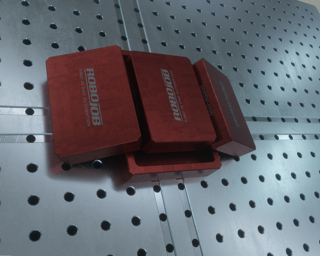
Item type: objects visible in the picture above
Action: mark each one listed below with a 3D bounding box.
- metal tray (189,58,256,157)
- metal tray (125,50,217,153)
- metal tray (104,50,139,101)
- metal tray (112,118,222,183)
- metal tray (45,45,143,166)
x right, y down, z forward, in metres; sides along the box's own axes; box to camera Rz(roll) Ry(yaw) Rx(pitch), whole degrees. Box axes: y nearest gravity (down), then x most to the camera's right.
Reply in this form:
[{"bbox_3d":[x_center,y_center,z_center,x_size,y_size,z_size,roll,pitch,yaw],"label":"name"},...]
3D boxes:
[{"bbox_3d":[0.088,-0.028,0.447,0.090,0.030,0.130,19,49,-51],"label":"metal tray"},{"bbox_3d":[0.010,-0.035,0.394,0.091,0.030,0.130,0,62,-29],"label":"metal tray"},{"bbox_3d":[-0.012,-0.061,0.437,0.131,0.030,0.090,0,62,-28],"label":"metal tray"},{"bbox_3d":[0.009,0.019,0.400,0.131,0.030,0.090,0,62,-28],"label":"metal tray"},{"bbox_3d":[-0.078,-0.030,0.359,0.091,0.030,0.130,-12,66,-6],"label":"metal tray"}]
